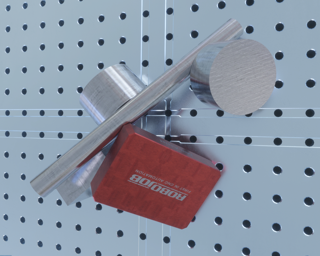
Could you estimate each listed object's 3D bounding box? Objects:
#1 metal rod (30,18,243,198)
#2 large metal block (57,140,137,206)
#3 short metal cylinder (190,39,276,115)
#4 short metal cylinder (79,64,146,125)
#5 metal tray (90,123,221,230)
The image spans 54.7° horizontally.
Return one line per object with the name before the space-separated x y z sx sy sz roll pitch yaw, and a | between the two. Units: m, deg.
metal rod | -0.021 -0.028 0.362 0.301 0.025 0.025 -40 77 -7
large metal block | -0.085 0.051 0.412 0.080 0.080 0.050 -41 77 15
short metal cylinder | 0.081 -0.058 0.349 0.081 0.050 0.079 -4 104 -17
short metal cylinder | -0.055 -0.036 0.402 0.080 0.080 0.050 -45 76 14
metal tray | -0.003 0.061 0.368 0.131 0.030 0.090 26 101 -25
